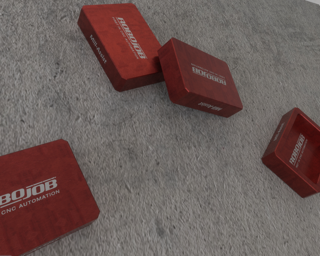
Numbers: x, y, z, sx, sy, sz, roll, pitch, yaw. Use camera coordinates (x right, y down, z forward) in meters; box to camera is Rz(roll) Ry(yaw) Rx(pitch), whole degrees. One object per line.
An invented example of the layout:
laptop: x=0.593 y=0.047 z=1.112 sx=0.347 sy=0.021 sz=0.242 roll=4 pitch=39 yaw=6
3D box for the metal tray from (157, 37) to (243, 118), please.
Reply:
metal tray: x=0.061 y=-0.070 z=0.452 sx=0.131 sy=0.030 sz=0.090 roll=11 pitch=56 yaw=-42

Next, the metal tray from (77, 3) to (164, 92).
metal tray: x=-0.049 y=-0.120 z=0.447 sx=0.091 sy=0.030 sz=0.130 roll=-20 pitch=72 yaw=-36

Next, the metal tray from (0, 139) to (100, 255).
metal tray: x=-0.134 y=0.071 z=0.285 sx=0.131 sy=0.030 sz=0.090 roll=-18 pitch=71 yaw=-35

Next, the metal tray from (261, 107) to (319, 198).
metal tray: x=0.226 y=0.036 z=0.499 sx=0.090 sy=0.030 sz=0.131 roll=42 pitch=51 yaw=0
